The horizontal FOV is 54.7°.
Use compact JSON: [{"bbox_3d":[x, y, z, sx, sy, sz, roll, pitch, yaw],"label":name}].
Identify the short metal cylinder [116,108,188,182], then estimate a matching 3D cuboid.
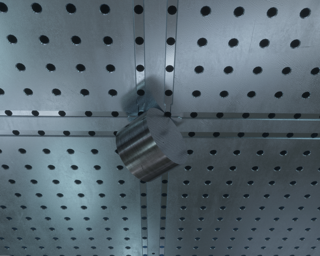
[{"bbox_3d":[-0.009,0.021,0.393,0.050,0.080,0.080,-33,123,24],"label":"short metal cylinder"}]
